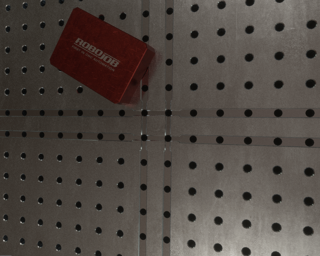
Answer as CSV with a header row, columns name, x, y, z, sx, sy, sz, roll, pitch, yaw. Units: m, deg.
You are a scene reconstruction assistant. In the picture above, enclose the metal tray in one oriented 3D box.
name,x,y,z,sx,sy,sz,roll,pitch,yaw
metal tray,-0.084,-0.101,0.438,0.130,0.030,0.090,32,100,16
